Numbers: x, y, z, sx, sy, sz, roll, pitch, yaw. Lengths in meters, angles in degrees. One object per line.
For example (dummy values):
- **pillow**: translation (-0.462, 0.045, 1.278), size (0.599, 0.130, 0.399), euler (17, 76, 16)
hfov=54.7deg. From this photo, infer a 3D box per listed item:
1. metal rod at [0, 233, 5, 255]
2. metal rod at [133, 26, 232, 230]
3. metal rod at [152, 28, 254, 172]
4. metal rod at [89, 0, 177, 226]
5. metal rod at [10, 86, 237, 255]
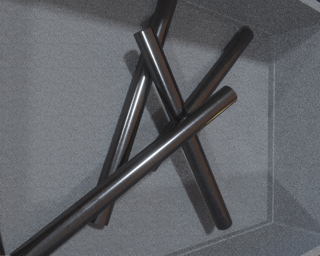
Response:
- **metal rod**: translation (-0.171, -0.001, 0.263), size (0.025, 0.025, 0.298), euler (-14, 99, -39)
- **metal rod**: translation (0.038, 0.015, 0.407), size (0.025, 0.025, 0.299), euler (-39, 115, -33)
- **metal rod**: translation (0.067, -0.057, 0.465), size (0.301, 0.025, 0.025), euler (-52, 121, -28)
- **metal rod**: translation (-0.030, -0.033, 0.383), size (0.025, 0.025, 0.299), euler (27, 73, -37)
- **metal rod**: translation (-0.023, 0.043, 0.346), size (0.301, 0.025, 0.025), euler (-38, 114, -20)
